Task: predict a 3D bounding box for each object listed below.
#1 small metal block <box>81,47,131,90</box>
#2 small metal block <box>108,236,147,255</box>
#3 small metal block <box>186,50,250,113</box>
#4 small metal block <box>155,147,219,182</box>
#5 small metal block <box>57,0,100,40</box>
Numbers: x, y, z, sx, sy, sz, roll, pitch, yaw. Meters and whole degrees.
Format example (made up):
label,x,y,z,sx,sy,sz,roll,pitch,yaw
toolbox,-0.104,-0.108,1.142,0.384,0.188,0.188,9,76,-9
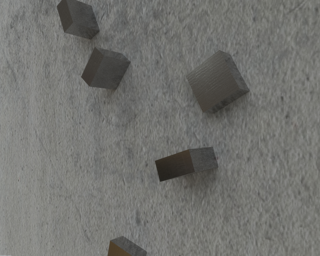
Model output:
label,x,y,z,sx,sy,sz,roll,pitch,yaw
small metal block,-0.079,-0.085,0.451,0.025,0.050,0.050,46,117,30
small metal block,-0.049,0.192,0.444,0.050,0.025,0.050,17,101,38
small metal block,0.064,-0.051,0.351,0.050,0.025,0.050,-35,69,34
small metal block,0.031,0.042,0.361,0.050,0.050,0.025,-23,76,37
small metal block,-0.130,-0.174,0.493,0.025,0.050,0.050,-30,71,36
